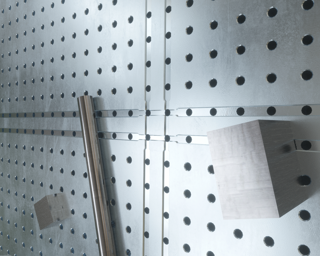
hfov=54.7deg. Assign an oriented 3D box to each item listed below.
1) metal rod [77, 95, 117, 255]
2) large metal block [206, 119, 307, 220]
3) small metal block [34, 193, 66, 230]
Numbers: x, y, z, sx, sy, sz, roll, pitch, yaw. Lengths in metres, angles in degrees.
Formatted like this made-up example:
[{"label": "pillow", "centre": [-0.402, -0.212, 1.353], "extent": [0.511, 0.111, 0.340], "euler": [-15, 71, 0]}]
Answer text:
[{"label": "metal rod", "centre": [-0.097, 0.096, 0.486], "extent": [0.025, 0.025, 0.298], "euler": [-17, 79, 38]}, {"label": "large metal block", "centre": [0.094, 0.037, 0.295], "extent": [0.050, 0.081, 0.080], "euler": [-16, 80, 39]}, {"label": "small metal block", "centre": [-0.206, 0.156, 0.575], "extent": [0.050, 0.025, 0.050], "euler": [-35, 69, 34]}]
